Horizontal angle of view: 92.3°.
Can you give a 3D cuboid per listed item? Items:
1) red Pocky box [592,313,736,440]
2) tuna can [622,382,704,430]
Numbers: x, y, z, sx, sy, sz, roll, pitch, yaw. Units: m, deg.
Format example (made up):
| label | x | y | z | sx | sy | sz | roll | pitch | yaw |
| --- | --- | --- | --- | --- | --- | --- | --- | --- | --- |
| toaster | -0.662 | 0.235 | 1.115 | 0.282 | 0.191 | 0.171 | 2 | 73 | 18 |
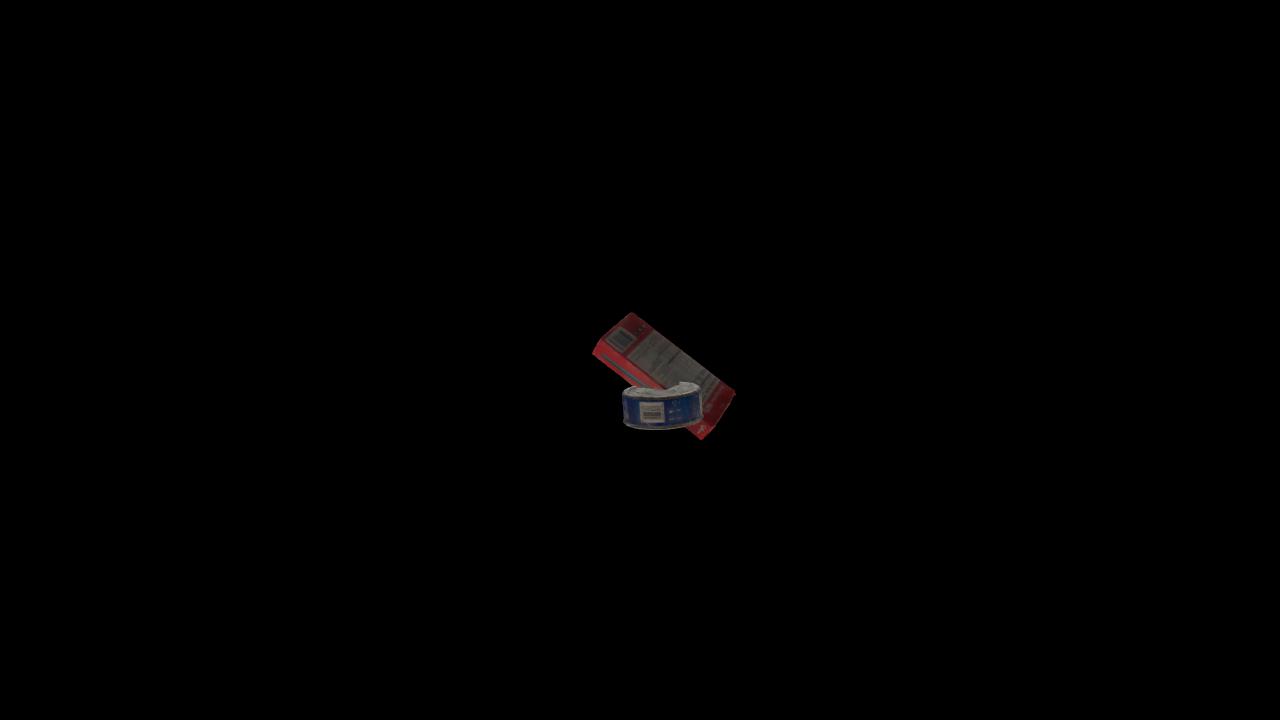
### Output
| label | x | y | z | sx | sy | sz | roll | pitch | yaw |
| --- | --- | --- | --- | --- | --- | --- | --- | --- | --- |
| red Pocky box | 0.028 | 0.015 | 0.685 | 0.155 | 0.028 | 0.083 | 38 | 36 | 5 |
| tuna can | 0.023 | 0.046 | 0.637 | 0.084 | 0.034 | 0.084 | -4 | 9 | 1 |
